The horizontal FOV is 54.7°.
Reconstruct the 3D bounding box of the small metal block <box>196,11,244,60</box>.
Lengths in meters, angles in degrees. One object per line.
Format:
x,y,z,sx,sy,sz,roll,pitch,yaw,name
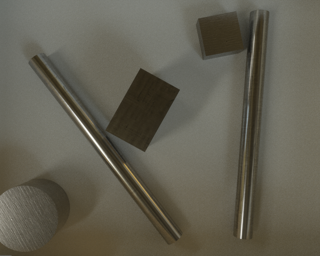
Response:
0.079,-0.122,0.412,0.050,0.025,0.050,-11,90,-1,small metal block

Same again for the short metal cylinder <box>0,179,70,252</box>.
-0.163,0.109,0.397,0.081,0.050,0.079,0,90,-1,short metal cylinder

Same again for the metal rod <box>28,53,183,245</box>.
-0.071,0.028,0.410,0.025,0.025,0.299,-38,91,0,metal rod

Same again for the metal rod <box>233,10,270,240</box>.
0.122,-0.005,0.413,0.025,0.025,0.298,4,90,-1,metal rod

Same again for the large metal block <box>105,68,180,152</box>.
-0.019,-0.020,0.384,0.050,0.080,0.080,29,90,-1,large metal block
